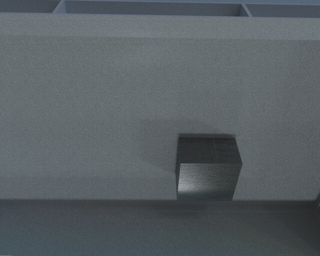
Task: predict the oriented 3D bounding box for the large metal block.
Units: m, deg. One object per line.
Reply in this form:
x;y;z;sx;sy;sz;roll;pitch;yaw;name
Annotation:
0.066;0.060;0.445;0.081;0.050;0.079;1;130;-1;large metal block
